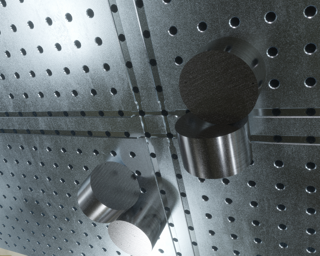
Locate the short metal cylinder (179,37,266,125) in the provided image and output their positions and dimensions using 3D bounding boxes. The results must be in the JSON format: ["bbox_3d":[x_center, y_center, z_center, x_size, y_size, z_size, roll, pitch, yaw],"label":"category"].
[{"bbox_3d":[0.067,-0.050,0.328,0.080,0.050,0.079,13,124,20],"label":"short metal cylinder"}]

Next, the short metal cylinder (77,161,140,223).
[{"bbox_3d":[-0.079,0.099,0.476,0.080,0.080,0.050,42,129,-1],"label":"short metal cylinder"}]

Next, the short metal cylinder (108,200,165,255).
[{"bbox_3d":[-0.039,0.167,0.517,0.080,0.050,0.079,13,124,20],"label":"short metal cylinder"}]

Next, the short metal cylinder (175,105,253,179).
[{"bbox_3d":[0.061,0.013,0.351,0.080,0.080,0.050,1,119,27],"label":"short metal cylinder"}]
